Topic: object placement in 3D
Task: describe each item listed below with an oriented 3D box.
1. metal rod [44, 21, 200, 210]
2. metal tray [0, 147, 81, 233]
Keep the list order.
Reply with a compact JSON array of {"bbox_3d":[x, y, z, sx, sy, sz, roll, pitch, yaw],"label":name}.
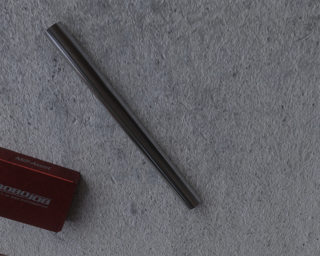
[{"bbox_3d":[-0.039,-0.004,0.407,0.025,0.025,0.300,-34,107,11],"label":"metal rod"},{"bbox_3d":[-0.189,0.087,0.437,0.131,0.030,0.089,19,109,-8],"label":"metal tray"}]
